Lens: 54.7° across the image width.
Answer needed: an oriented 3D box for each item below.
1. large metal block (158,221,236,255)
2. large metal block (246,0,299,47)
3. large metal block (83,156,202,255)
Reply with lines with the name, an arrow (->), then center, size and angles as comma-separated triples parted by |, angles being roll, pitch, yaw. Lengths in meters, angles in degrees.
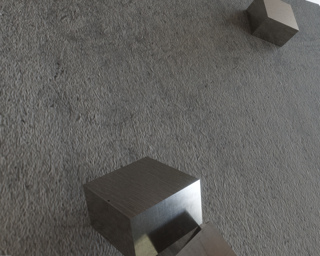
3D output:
large metal block -> 0.037, 0.147, 0.299 | 0.050, 0.080, 0.080 | -31, 79, -38
large metal block -> 0.236, -0.229, 0.654 | 0.081, 0.050, 0.080 | 14, 56, -21
large metal block -> -0.017, 0.075, 0.305 | 0.081, 0.080, 0.050 | -21, 115, -36
